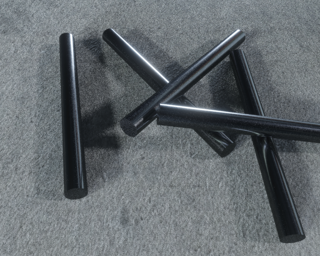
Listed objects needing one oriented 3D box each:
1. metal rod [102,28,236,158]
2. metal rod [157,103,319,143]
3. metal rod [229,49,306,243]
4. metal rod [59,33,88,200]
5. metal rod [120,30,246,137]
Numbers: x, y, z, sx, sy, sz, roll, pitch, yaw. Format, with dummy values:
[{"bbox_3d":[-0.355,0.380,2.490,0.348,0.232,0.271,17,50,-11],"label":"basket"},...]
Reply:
[{"bbox_3d":[-0.002,-0.067,0.459,0.025,0.025,0.300,-28,56,-22],"label":"metal rod"},{"bbox_3d":[0.147,0.001,0.373,0.302,0.025,0.025,6,50,-8],"label":"metal rod"},{"bbox_3d":[0.129,-0.003,0.407,0.025,0.025,0.300,-1,50,-1],"label":"metal rod"},{"bbox_3d":[-0.125,-0.040,0.434,0.025,0.025,0.300,-10,51,-8],"label":"metal rod"},{"bbox_3d":[0.051,-0.079,0.444,0.025,0.025,0.302,29,47,22],"label":"metal rod"}]
